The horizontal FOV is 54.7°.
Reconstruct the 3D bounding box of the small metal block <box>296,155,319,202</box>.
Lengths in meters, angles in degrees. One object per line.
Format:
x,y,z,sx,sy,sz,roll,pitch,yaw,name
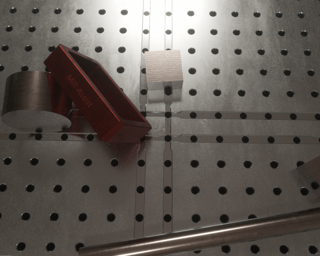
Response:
0.214,0.059,0.393,0.050,0.025,0.050,-26,72,-9,small metal block

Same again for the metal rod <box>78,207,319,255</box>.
0.059,0.128,0.365,0.302,0.025,0.025,-8,70,-4,metal rod

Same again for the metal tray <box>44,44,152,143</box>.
-0.075,-0.040,0.388,0.030,0.090,0.130,-43,74,13,metal tray

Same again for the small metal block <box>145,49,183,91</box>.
0.005,-0.082,0.442,0.050,0.025,0.050,-4,70,-2,small metal block

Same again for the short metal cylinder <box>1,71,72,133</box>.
-0.153,-0.030,0.392,0.081,0.080,0.050,-3,70,-1,short metal cylinder
